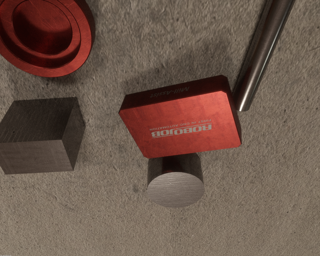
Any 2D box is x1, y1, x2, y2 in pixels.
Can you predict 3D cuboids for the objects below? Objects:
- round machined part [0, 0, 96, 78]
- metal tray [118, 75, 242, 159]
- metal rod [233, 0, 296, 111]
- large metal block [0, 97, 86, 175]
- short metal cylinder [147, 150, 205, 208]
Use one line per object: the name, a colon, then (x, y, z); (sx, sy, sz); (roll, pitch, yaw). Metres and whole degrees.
round machined part: (-0.113, -0.103, 0.307); (0.099, 0.042, 0.097); (-1, 130, 0)
metal tray: (0.027, -0.009, 0.382); (0.130, 0.030, 0.090); (-9, 131, 20)
metal rod: (0.122, -0.140, 0.289); (0.025, 0.025, 0.298); (6, 130, -6)
large metal block: (-0.143, 0.008, 0.376); (0.080, 0.080, 0.050); (-3, 130, 2)
short metal cylinder: (0.022, 0.072, 0.453); (0.081, 0.050, 0.079); (0, 130, 0)
